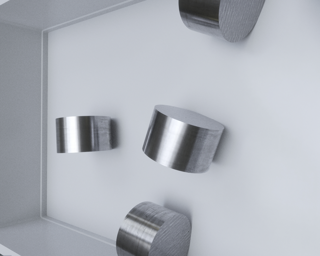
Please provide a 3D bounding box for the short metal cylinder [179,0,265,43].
[{"bbox_3d":[0.065,-0.134,0.317,0.050,0.081,0.079,31,109,36],"label":"short metal cylinder"}]

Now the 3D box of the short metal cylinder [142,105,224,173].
[{"bbox_3d":[0.026,0.010,0.350,0.080,0.081,0.050,27,107,36],"label":"short metal cylinder"}]

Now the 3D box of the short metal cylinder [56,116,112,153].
[{"bbox_3d":[-0.113,0.010,0.465,0.080,0.081,0.050,-5,87,40],"label":"short metal cylinder"}]

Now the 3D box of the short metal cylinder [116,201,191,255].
[{"bbox_3d":[-0.006,0.136,0.376,0.050,0.081,0.079,11,97,39],"label":"short metal cylinder"}]
